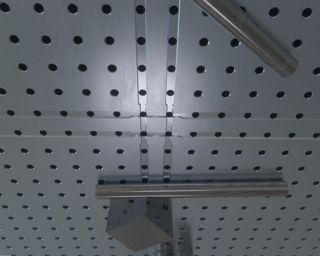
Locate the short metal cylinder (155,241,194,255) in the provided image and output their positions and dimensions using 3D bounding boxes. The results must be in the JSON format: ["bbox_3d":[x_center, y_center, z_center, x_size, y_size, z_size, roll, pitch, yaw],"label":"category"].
[{"bbox_3d":[0.029,0.273,0.629,0.081,0.050,0.079,0,130,0],"label":"short metal cylinder"}]

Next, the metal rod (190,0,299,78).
[{"bbox_3d":[0.029,-0.139,0.293,0.301,0.025,0.025,31,124,-24],"label":"metal rod"}]

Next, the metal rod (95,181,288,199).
[{"bbox_3d":[0.050,0.099,0.496,0.302,0.025,0.025,-1,130,0],"label":"metal rod"}]

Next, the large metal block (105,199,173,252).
[{"bbox_3d":[-0.034,0.163,0.534,0.080,0.050,0.080,-27,126,21],"label":"large metal block"}]
